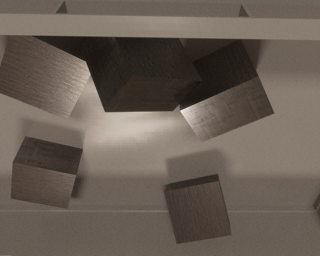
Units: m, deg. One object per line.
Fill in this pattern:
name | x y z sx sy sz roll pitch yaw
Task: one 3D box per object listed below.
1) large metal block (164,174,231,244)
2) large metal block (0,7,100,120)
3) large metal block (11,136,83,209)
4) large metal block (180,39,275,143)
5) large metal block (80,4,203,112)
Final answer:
large metal block | 0.058 0.122 0.472 0.080 0.050 0.080 -13 91 10
large metal block | -0.120 -0.067 0.334 0.080 0.050 0.080 24 126 -20
large metal block | -0.163 0.066 0.446 0.081 0.050 0.079 14 129 -13
large metal block | 0.067 -0.042 0.339 0.080 0.080 0.050 -24 127 18
large metal block | -0.019 -0.062 0.296 0.081 0.080 0.050 -3 150 -40
